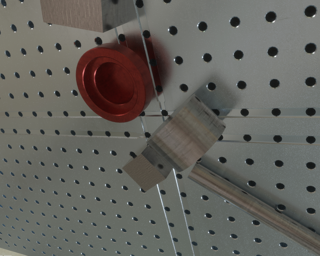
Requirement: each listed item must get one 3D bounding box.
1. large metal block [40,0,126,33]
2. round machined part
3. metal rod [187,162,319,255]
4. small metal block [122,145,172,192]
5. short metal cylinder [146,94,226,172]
[{"bbox_3d":[-0.085,-0.157,0.341,0.080,0.050,0.079,15,125,19],"label":"large metal block"},{"bbox_3d":[-0.053,-0.059,0.390,0.098,0.042,0.097,13,124,20],"label":"round machined part"},{"bbox_3d":[0.172,0.133,0.402,0.301,0.025,0.025,30,128,8],"label":"metal rod"},{"bbox_3d":[-0.019,0.059,0.457,0.050,0.025,0.050,47,129,-5],"label":"small metal block"},{"bbox_3d":[0.030,0.005,0.362,0.050,0.080,0.080,45,129,-3],"label":"short metal cylinder"}]
